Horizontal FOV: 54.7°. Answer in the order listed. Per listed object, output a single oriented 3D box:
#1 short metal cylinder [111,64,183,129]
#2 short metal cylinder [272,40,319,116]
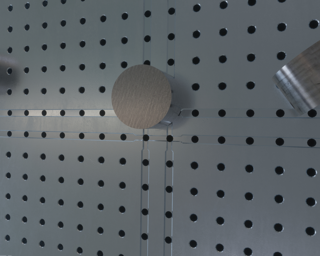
[{"bbox_3d":[-0.015,-0.039,0.405,0.080,0.050,0.079,0,90,20],"label":"short metal cylinder"},{"bbox_3d":[0.167,-0.056,0.324,0.080,0.080,0.050,-36,79,16],"label":"short metal cylinder"}]
